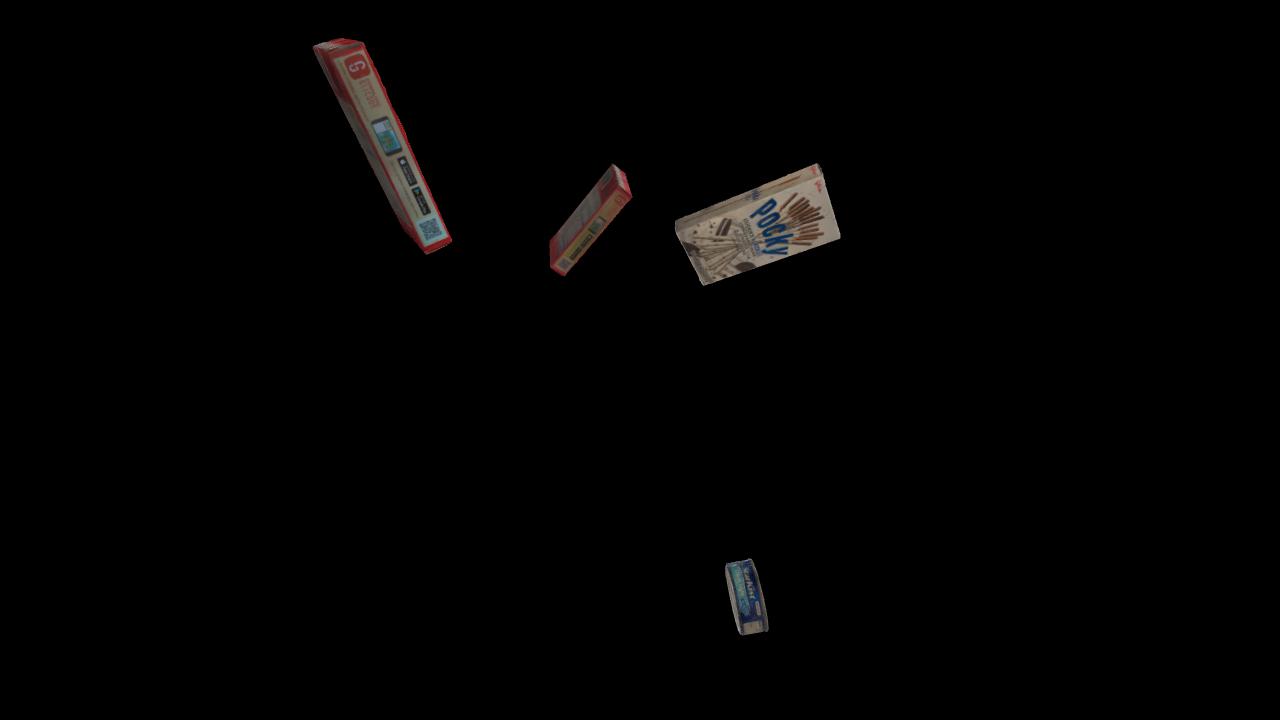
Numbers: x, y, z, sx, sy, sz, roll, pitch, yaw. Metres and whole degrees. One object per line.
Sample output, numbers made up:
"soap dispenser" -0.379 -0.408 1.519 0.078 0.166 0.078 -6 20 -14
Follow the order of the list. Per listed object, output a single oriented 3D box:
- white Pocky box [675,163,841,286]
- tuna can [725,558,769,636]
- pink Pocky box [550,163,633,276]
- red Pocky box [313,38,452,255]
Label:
"white Pocky box" 0.122 -0.136 0.640 0.154 0.028 0.084 -18 -46 19
"tuna can" 0.127 0.284 0.740 0.034 0.084 0.084 -10 0 0
"pink Pocky box" -0.073 -0.198 0.872 0.029 0.155 0.084 32 26 -28
"red Pocky box" -0.199 -0.166 0.481 0.028 0.155 0.083 -30 39 -19
